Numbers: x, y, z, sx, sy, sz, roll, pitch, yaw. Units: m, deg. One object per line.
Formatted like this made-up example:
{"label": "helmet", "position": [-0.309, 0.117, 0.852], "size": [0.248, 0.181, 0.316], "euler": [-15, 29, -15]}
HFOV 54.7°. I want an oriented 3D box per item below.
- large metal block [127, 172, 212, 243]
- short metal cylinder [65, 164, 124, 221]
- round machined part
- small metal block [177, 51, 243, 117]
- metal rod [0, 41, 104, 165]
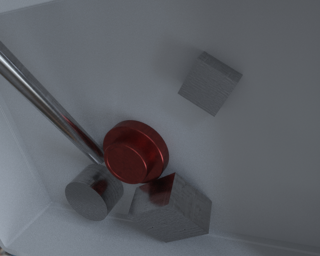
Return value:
{"label": "large metal block", "position": [0.015, 0.116, 0.441], "size": [0.080, 0.050, 0.080], "euler": [-28, 122, 37]}
{"label": "short metal cylinder", "position": [-0.108, 0.106, 0.513], "size": [0.080, 0.050, 0.079], "euler": [13, 124, 20]}
{"label": "round machined part", "position": [-0.040, 0.041, 0.443], "size": [0.098, 0.042, 0.097], "euler": [13, 124, 20]}
{"label": "small metal block", "position": [0.056, -0.049, 0.348], "size": [0.050, 0.025, 0.050], "euler": [33, 129, 6]}
{"label": "metal rod", "position": [-0.144, -0.036, 0.374], "size": [0.025, 0.025, 0.299], "euler": [4, 148, 26]}
